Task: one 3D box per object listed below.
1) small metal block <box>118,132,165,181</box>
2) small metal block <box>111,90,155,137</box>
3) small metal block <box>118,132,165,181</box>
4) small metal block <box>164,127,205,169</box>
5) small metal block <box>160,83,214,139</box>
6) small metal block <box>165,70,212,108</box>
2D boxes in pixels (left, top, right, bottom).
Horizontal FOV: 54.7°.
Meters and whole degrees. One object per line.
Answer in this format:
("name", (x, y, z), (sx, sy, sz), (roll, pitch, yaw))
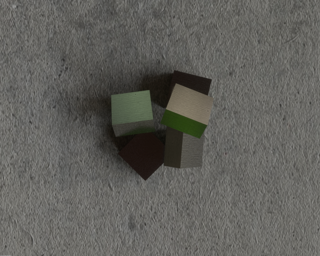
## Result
("small metal block", (-0.019, 0.033, 0.411), (0.050, 0.025, 0.050), (-45, 91, 0))
("small metal block", (-0.035, -0.019, 0.398), (0.050, 0.025, 0.050), (-8, 52, -1))
("small metal block", (-0.019, 0.033, 0.411), (0.050, 0.025, 0.050), (-45, 90, 0))
("small metal block", (0.032, 0.024, 0.397), (0.025, 0.050, 0.050), (4, 90, 38))
("small metal block", (0.033, -0.021, 0.373), (0.050, 0.025, 0.050), (21, 47, -1))
("small metal block", (0.037, -0.045, 0.412), (0.050, 0.025, 0.050), (14, 90, -1))
